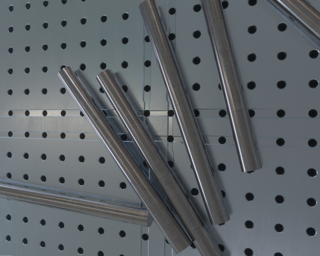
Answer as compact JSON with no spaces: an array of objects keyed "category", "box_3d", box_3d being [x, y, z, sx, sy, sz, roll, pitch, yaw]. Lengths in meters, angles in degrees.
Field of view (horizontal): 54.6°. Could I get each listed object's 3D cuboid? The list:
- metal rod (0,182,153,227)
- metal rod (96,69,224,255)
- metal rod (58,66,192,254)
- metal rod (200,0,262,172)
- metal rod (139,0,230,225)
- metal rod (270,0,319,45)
[{"category":"metal rod","box_3d":[-0.154,0.109,0.467,0.301,0.025,0.025,5,92,20]},{"category":"metal rod","box_3d":[-0.002,0.049,0.413,0.025,0.025,0.299,-35,79,17]},{"category":"metal rod","box_3d":[-0.055,0.034,0.426,0.025,0.025,0.299,-40,75,16]},{"category":"metal rod","box_3d":[0.078,-0.095,0.385,0.025,0.025,0.299,-14,85,19]},{"category":"metal rod","box_3d":[0.029,-0.025,0.402,0.025,0.025,0.299,-20,83,19]},{"category":"metal rod","box_3d":[0.174,-0.119,0.351,0.025,0.025,0.300,-45,76,15]}]
